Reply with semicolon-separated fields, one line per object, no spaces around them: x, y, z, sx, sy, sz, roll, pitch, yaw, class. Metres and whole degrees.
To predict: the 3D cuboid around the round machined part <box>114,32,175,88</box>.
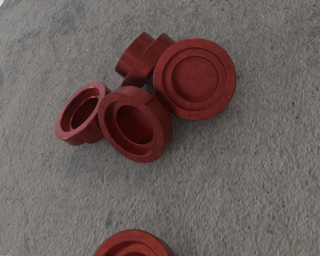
-0.025;-0.092;0.426;0.042;0.098;0.098;39;81;-4;round machined part

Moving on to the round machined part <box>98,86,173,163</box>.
-0.026;-0.008;0.386;0.098;0.097;0.042;9;34;32;round machined part

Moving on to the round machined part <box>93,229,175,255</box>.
-0.023;0.156;0.310;0.098;0.042;0.098;-13;56;21;round machined part

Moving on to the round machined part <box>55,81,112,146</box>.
-0.101;-0.016;0.447;0.098;0.042;0.098;-24;44;26;round machined part

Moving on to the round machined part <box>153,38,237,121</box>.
0.044;-0.061;0.385;0.098;0.098;0.042;-20;10;16;round machined part
